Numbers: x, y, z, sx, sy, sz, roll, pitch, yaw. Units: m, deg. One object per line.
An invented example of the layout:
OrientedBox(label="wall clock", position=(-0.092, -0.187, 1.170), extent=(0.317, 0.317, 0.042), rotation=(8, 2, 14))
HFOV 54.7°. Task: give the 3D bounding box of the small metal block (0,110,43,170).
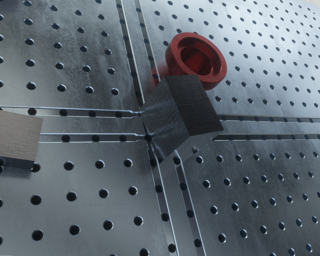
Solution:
OrientedBox(label="small metal block", position=(-0.152, 0.012, 0.319), extent=(0.050, 0.025, 0.050), rotation=(12, 57, -22))

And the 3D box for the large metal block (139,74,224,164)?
OrientedBox(label="large metal block", position=(0.023, -0.011, 0.391), extent=(0.050, 0.080, 0.080), rotation=(-9, 66, -32))

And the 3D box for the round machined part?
OrientedBox(label="round machined part", position=(0.052, -0.098, 0.485), extent=(0.099, 0.042, 0.098), rotation=(14, 56, -21))
